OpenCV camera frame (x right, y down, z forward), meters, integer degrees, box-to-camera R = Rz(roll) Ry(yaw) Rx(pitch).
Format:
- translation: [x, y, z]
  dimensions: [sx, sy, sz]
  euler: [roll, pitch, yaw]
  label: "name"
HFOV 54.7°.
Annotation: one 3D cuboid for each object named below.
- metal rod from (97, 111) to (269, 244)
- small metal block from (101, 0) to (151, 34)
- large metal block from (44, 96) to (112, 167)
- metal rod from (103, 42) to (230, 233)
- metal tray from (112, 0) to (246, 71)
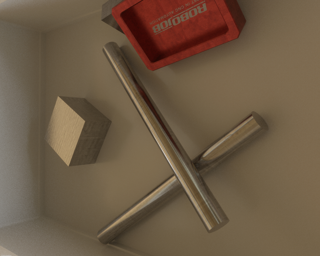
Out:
- translation: [0.009, 0.079, 0.397]
  dimensions: [0.299, 0.025, 0.025]
  euler: [-43, 65, 31]
  label: "metal rod"
- translation: [-0.043, -0.156, 0.421]
  dimensions: [0.050, 0.050, 0.025]
  euler: [-16, 66, 38]
  label: "small metal block"
- translation: [-0.134, 0.004, 0.498]
  dimensions: [0.080, 0.050, 0.079]
  euler: [38, 113, 33]
  label: "large metal block"
- translation: [-0.008, -0.010, 0.388]
  dimensions: [0.025, 0.025, 0.299]
  euler: [-50, 54, 28]
  label: "metal rod"
- translation: [0.018, -0.126, 0.353]
  dimensions: [0.130, 0.030, 0.090]
  euler: [-13, 123, 39]
  label: "metal tray"
